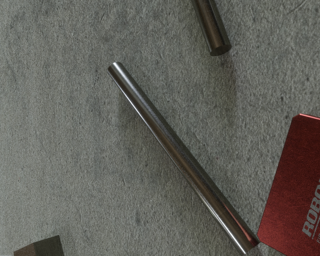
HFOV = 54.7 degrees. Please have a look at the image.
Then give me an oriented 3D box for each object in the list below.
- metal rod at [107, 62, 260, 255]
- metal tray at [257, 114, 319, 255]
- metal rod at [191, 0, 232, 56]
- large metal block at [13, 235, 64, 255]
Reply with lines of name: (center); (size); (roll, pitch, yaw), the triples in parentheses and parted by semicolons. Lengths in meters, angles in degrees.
metal rod: (0.015, 0.020, 0.390); (0.025, 0.025, 0.300); (-52, 60, 27)
metal tray: (0.151, 0.060, 0.277); (0.090, 0.030, 0.129); (21, 103, 37)
metal rod: (0.027, -0.226, 0.380); (0.025, 0.025, 0.299); (-26, 74, 37)
large metal block: (-0.217, 0.250, 0.564); (0.080, 0.050, 0.080); (-32, 70, 35)
